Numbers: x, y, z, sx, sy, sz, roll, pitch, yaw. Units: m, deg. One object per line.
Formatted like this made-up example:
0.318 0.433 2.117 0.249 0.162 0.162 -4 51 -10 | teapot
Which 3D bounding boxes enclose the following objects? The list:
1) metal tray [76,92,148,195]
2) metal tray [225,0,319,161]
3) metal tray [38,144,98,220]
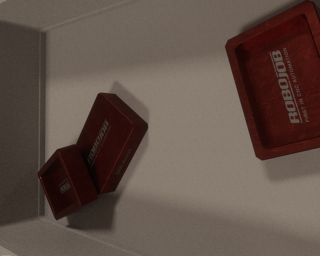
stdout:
-0.081 0.023 0.468 0.090 0.030 0.129 42 115 31 | metal tray
0.124 -0.041 0.300 0.090 0.030 0.129 -21 77 37 | metal tray
-0.152 0.091 0.497 0.129 0.030 0.090 -37 76 49 | metal tray
